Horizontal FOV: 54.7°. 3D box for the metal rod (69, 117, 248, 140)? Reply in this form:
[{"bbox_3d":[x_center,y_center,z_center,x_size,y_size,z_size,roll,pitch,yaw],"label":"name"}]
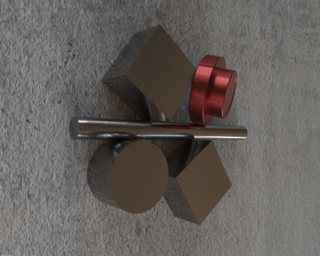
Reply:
[{"bbox_3d":[0.023,0.004,0.429,0.302,0.025,0.025,2,89,-40],"label":"metal rod"}]

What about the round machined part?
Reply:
[{"bbox_3d":[0.078,-0.050,0.432,0.098,0.042,0.097,15,91,-69],"label":"round machined part"}]

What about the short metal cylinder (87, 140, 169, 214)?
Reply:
[{"bbox_3d":[-0.037,0.054,0.361,0.081,0.050,0.079,0,90,-40],"label":"short metal cylinder"}]

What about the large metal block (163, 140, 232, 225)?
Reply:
[{"bbox_3d":[0.045,0.072,0.430,0.080,0.050,0.080,-41,115,-33],"label":"large metal block"}]

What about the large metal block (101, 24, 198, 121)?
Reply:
[{"bbox_3d":[-0.010,-0.064,0.380,0.080,0.050,0.080,44,63,-31],"label":"large metal block"}]
